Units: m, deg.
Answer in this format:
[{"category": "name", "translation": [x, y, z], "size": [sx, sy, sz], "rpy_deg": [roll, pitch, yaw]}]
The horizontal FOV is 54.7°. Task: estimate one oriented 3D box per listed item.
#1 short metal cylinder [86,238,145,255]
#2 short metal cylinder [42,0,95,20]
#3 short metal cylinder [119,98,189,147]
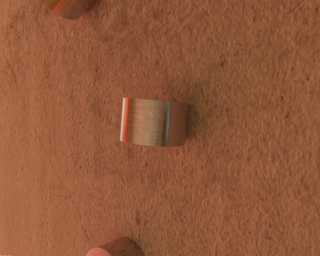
[{"category": "short metal cylinder", "translation": [-0.063, 0.203, 0.438], "size": [0.080, 0.050, 0.079], "rpy_deg": [0, 90, 39]}, {"category": "short metal cylinder", "translation": [-0.143, -0.219, 0.484], "size": [0.050, 0.081, 0.080], "rpy_deg": [-32, 70, 35]}, {"category": "short metal cylinder", "translation": [-0.007, -0.008, 0.374], "size": [0.080, 0.081, 0.050], "rpy_deg": [8, 95, 39]}]
